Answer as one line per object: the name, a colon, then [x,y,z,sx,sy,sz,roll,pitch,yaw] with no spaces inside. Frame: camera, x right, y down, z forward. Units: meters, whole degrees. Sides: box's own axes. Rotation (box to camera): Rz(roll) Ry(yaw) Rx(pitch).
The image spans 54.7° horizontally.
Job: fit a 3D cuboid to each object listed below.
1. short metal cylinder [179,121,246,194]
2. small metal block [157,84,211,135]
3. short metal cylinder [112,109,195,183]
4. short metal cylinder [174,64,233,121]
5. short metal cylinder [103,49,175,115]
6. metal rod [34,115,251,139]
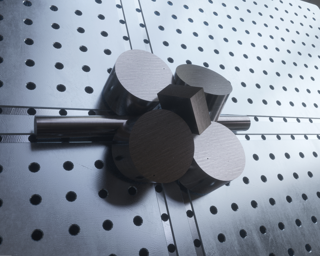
short metal cylinder: [0.061,0.038,0.397,0.081,0.050,0.080,14,56,-21]
small metal block: [0.029,-0.023,0.372,0.025,0.050,0.050,-41,128,-33]
short metal cylinder: [-0.008,0.022,0.354,0.081,0.050,0.080,5,80,-28]
short metal cylinder: [0.052,-0.047,0.427,0.081,0.050,0.080,14,34,-9]
short metal cylinder: [-0.028,-0.055,0.406,0.081,0.050,0.080,14,56,-21]
metal rod: [-0.001,-0.004,0.405,0.303,0.025,0.025,-2,63,-29]
